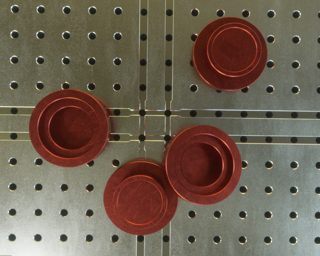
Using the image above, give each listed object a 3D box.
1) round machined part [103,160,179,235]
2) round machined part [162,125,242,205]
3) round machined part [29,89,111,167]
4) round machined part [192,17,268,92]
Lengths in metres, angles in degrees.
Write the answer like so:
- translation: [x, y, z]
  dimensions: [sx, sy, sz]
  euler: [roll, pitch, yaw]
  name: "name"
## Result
- translation: [-0.025, 0.092, 0.405]
  dimensions: [0.099, 0.042, 0.097]
  euler: [0, 90, -1]
  name: "round machined part"
- translation: [0.051, 0.047, 0.398]
  dimensions: [0.099, 0.042, 0.097]
  euler: [2, 82, -12]
  name: "round machined part"
- translation: [-0.113, 0.000, 0.403]
  dimensions: [0.099, 0.042, 0.097]
  euler: [0, 90, -1]
  name: "round machined part"
- translation: [0.093, -0.098, 0.406]
  dimensions: [0.099, 0.042, 0.097]
  euler: [0, 90, -1]
  name: "round machined part"
